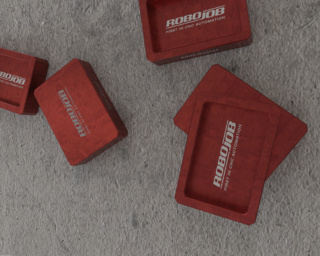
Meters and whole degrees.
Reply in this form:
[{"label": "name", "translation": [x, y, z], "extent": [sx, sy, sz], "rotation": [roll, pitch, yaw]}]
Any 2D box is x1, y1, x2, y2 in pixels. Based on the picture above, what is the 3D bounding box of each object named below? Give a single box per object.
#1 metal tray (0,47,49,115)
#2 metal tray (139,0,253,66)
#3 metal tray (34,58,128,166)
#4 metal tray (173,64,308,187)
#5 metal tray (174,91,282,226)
[{"label": "metal tray", "translation": [-0.247, -0.080, 0.493], "extent": [0.130, 0.030, 0.089], "rotation": [17, 96, 19]}, {"label": "metal tray", "translation": [0.043, -0.137, 0.390], "extent": [0.130, 0.030, 0.089], "rotation": [-9, 87, 19]}, {"label": "metal tray", "translation": [-0.116, -0.022, 0.447], "extent": [0.090, 0.030, 0.130], "rotation": [-33, 79, 17]}, {"label": "metal tray", "translation": [0.093, -0.004, 0.373], "extent": [0.130, 0.030, 0.090], "rotation": [39, 102, 15]}, {"label": "metal tray", "translation": [0.075, 0.031, 0.347], "extent": [0.090, 0.030, 0.129], "rotation": [13, 94, 19]}]
